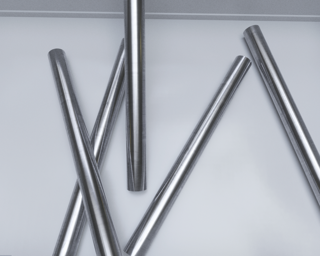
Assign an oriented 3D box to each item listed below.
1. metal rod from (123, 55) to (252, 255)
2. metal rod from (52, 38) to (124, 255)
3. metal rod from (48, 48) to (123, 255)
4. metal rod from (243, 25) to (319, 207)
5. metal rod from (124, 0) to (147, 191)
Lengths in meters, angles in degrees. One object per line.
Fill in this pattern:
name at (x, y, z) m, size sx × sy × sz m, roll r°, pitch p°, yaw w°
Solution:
metal rod at (0.044, 0.026, 0.400) m, size 0.025 × 0.025 × 0.300 m, roll 29°, pitch 72°, yaw 10°
metal rod at (-0.077, 0.012, 0.404) m, size 0.025 × 0.025 × 0.299 m, roll 12°, pitch 70°, yaw 4°
metal rod at (-0.098, 0.017, 0.378) m, size 0.025 × 0.025 × 0.299 m, roll -19°, pitch 62°, yaw -7°
metal rod at (0.177, -0.011, 0.415) m, size 0.025 × 0.025 × 0.299 m, roll -15°, pitch 71°, yaw -6°
metal rod at (-0.030, -0.073, 0.373) m, size 0.025 × 0.025 × 0.298 m, roll -1°, pitch 94°, yaw -1°
